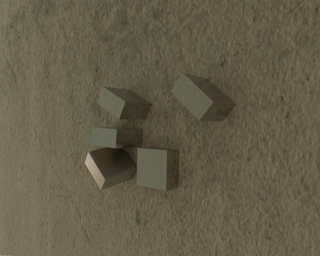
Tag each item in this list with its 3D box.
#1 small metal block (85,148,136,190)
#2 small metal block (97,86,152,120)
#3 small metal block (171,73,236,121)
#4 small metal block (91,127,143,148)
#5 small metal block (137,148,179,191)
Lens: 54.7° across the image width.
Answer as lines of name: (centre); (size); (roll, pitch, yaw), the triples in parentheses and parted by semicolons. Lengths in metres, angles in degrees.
small metal block: (-0.071, 0.054, 0.442); (0.050, 0.050, 0.025); (52, 136, 27)
small metal block: (-0.049, -0.034, 0.427); (0.050, 0.050, 0.025); (34, 111, 34)
small metal block: (0.049, -0.034, 0.347); (0.050, 0.050, 0.025); (49, 119, 28)
small metal block: (-0.060, 0.012, 0.436); (0.050, 0.050, 0.025); (5, 93, 39)
small metal block: (-0.003, 0.052, 0.406); (0.050, 0.025, 0.050); (2, 91, 39)
